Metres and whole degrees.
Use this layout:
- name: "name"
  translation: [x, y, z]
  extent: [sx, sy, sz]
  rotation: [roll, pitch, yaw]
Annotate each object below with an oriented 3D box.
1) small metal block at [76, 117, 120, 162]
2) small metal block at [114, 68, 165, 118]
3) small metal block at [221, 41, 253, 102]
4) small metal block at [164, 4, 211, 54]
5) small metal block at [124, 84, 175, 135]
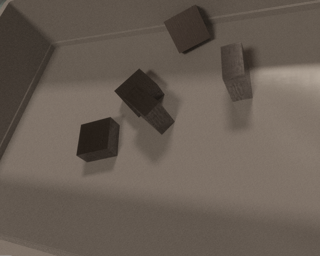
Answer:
- name: "small metal block"
  translation: [-0.087, 0.017, 0.439]
  extent: [0.050, 0.025, 0.050]
  rotation: [-13, 56, 20]
- name: "small metal block"
  translation: [-0.030, -0.052, 0.452]
  extent: [0.050, 0.025, 0.050]
  rotation: [-42, 51, -2]
- name: "small metal block"
  translation: [0.095, -0.068, 0.381]
  extent: [0.025, 0.050, 0.050]
  rotation: [-10, 57, 22]
- name: "small metal block"
  translation: [0.040, -0.145, 0.453]
  extent: [0.050, 0.050, 0.025]
  rotation: [-25, 17, 12]
- name: "small metal block"
  translation: [-0.014, -0.024, 0.410]
  extent: [0.025, 0.050, 0.050]
  rotation: [-46, 52, -3]
